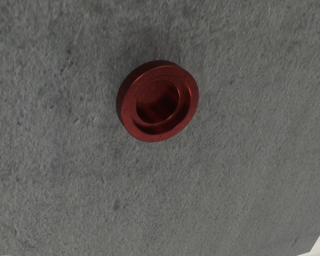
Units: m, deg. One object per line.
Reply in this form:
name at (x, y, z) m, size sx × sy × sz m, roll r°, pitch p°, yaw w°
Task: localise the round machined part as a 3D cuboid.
round machined part at (-0.006, -0.035, 0.372) m, size 0.099 × 0.042 × 0.097 m, roll -14°, pitch 125°, yaw -21°
